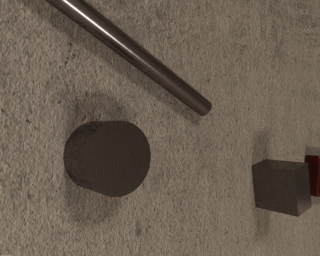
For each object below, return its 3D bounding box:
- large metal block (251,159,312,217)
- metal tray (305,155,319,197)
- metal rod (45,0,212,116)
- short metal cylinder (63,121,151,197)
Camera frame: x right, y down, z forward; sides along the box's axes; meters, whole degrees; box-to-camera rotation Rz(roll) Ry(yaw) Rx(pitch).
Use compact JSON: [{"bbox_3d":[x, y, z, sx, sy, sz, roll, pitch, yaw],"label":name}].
[{"bbox_3d":[0.217,0.104,0.555,0.050,0.080,0.079,-13,99,-40],"label":"large metal block"},{"bbox_3d":[0.384,0.112,0.728,0.131,0.030,0.089,8,85,-40],"label":"metal tray"},{"bbox_3d":[-0.036,-0.094,0.375,0.301,0.025,0.025,32,70,-36],"label":"metal rod"},{"bbox_3d":[-0.057,0.032,0.342,0.081,0.050,0.079,0,90,-40],"label":"short metal cylinder"}]
